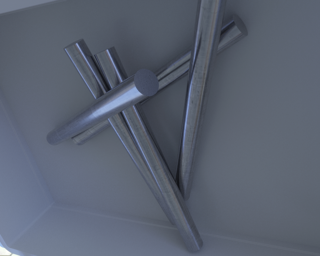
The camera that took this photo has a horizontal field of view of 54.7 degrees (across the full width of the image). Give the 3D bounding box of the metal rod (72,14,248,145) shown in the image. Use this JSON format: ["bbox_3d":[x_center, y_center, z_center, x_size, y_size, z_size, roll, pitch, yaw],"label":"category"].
[{"bbox_3d":[-0.024,-0.043,0.395,0.299,0.025,0.025,-29,102,37],"label":"metal rod"}]

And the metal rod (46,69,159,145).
[{"bbox_3d":[-0.093,-0.012,0.391,0.025,0.025,0.299,55,146,-11],"label":"metal rod"}]

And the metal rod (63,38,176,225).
[{"bbox_3d":[-0.035,0.023,0.416,0.025,0.025,0.299,-10,121,32],"label":"metal rod"}]

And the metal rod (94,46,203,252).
[{"bbox_3d":[-0.007,0.041,0.402,0.025,0.025,0.299,-11,112,33],"label":"metal rod"}]

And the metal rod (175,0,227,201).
[{"bbox_3d":[0.039,-0.015,0.356,0.025,0.025,0.298,19,133,17],"label":"metal rod"}]
